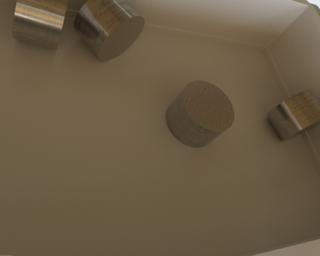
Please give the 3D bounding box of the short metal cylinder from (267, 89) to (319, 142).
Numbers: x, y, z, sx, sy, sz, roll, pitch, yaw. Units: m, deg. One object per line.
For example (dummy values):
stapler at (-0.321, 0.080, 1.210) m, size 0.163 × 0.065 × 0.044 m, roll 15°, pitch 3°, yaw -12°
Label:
short metal cylinder at (0.223, -0.019, 0.502) m, size 0.081 × 0.080 × 0.050 m, roll -16°, pitch 70°, yaw -34°

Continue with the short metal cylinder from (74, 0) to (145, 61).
short metal cylinder at (-0.067, -0.137, 0.418) m, size 0.050 × 0.080 × 0.080 m, roll 48°, pitch 51°, yaw 5°

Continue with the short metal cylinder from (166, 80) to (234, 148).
short metal cylinder at (0.055, -0.019, 0.430) m, size 0.081 × 0.050 × 0.080 m, roll 14°, pitch 56°, yaw -21°

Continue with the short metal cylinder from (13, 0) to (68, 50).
short metal cylinder at (-0.144, -0.141, 0.379) m, size 0.050 × 0.080 × 0.080 m, roll 12°, pitch 57°, yaw -22°
